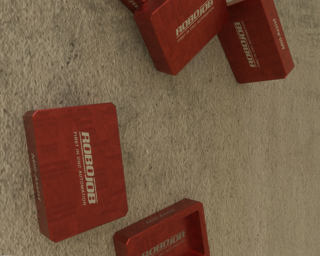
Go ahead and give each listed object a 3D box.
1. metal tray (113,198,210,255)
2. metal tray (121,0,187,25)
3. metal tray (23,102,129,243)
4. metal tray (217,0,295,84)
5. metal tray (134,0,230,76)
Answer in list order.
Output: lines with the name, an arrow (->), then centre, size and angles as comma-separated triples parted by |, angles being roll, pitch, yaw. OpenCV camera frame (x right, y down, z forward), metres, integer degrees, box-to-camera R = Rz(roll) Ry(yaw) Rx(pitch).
metal tray -> 0.008, 0.158, 0.407 | 0.131, 0.030, 0.089 | -15, 100, -39
metal tray -> -0.007, -0.182, 0.394 | 0.130, 0.030, 0.090 | 39, 66, -33
metal tray -> -0.086, 0.041, 0.329 | 0.091, 0.030, 0.129 | -11, 97, -39
metal tray -> 0.143, -0.135, 0.480 | 0.030, 0.090, 0.130 | -44, 117, -31
metal tray -> 0.034, -0.142, 0.398 | 0.130, 0.030, 0.090 | -47, 138, -20
